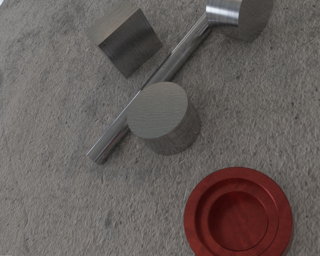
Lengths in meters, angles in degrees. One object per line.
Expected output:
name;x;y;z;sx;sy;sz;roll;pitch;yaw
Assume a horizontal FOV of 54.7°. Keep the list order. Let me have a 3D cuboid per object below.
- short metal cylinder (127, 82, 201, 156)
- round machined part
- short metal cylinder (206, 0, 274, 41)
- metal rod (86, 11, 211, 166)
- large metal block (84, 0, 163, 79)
short metal cylinder;0.006;-0.011;0.392;0.080;0.050;0.080;-13;56;21
round machined part;0.076;0.090;0.298;0.098;0.042;0.098;-13;56;21
short metal cylinder;0.107;-0.161;0.412;0.050;0.080;0.080;30;78;37
metal rod;0.001;-0.072;0.447;0.025;0.025;0.300;32;79;38
large metal block;-0.054;-0.137;0.481;0.080;0.080;0.050;-43;51;-1
